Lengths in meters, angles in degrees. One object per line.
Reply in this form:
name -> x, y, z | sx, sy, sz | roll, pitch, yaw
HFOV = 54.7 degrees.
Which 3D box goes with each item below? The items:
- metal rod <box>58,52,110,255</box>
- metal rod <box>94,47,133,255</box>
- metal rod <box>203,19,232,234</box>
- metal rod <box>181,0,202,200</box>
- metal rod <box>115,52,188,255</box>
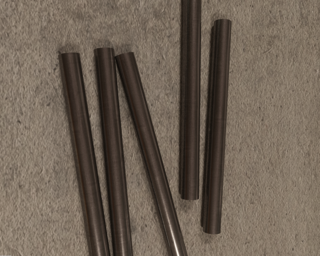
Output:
metal rod -> -0.088, 0.060, 0.377 | 0.025, 0.025, 0.298 | -9, 93, -20
metal rod -> -0.056, 0.052, 0.389 | 0.025, 0.025, 0.298 | -6, 92, -20
metal rod -> 0.081, -0.003, 0.440 | 0.025, 0.025, 0.298 | 4, 89, -20
metal rod -> 0.043, -0.053, 0.425 | 0.025, 0.025, 0.298 | 1, 90, -20
metal rod -> -0.007, 0.051, 0.407 | 0.025, 0.025, 0.298 | -17, 96, -20
